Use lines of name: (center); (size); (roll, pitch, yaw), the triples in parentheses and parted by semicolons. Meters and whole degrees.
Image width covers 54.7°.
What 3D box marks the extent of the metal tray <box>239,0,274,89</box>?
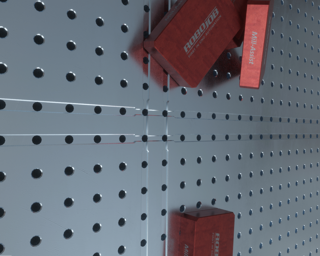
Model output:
metal tray: (0.153, -0.137, 0.489); (0.090, 0.030, 0.129); (-50, 144, -54)

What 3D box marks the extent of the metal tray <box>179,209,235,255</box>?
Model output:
metal tray: (0.071, 0.193, 0.469); (0.091, 0.030, 0.129); (6, 86, -40)

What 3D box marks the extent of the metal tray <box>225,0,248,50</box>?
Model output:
metal tray: (0.116, -0.205, 0.505); (0.090, 0.030, 0.130); (40, 65, -33)

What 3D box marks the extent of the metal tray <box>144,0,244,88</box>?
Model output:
metal tray: (0.050, -0.132, 0.428); (0.090, 0.030, 0.130); (43, 79, -31)
